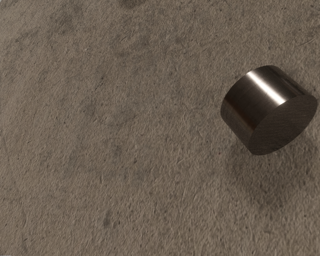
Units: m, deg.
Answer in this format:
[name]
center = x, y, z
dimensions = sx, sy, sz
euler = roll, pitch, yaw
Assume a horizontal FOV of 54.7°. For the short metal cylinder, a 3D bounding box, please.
[short metal cylinder]
center = 0.111, -0.017, 0.321
dimensions = 0.080, 0.080, 0.050
euler = -36, 51, 4
